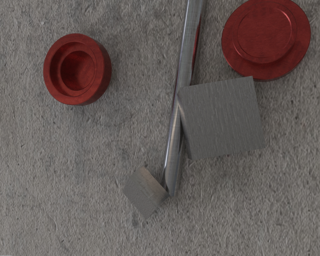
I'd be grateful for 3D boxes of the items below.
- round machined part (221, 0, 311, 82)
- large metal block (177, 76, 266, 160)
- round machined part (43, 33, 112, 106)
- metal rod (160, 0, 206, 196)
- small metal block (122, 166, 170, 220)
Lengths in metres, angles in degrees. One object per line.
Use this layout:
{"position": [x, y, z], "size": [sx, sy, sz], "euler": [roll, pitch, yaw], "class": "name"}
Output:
{"position": [0.120, -0.105, 0.357], "size": [0.098, 0.042, 0.097], "euler": [0, 90, 20], "class": "round machined part"}
{"position": [0.067, -0.010, 0.359], "size": [0.080, 0.050, 0.080], "euler": [-9, 87, -1], "class": "large metal block"}
{"position": [-0.112, -0.080, 0.439], "size": [0.098, 0.042, 0.097], "euler": [0, 90, 20], "class": "round machined part"}
{"position": [0.032, -0.062, 0.397], "size": [0.025, 0.025, 0.298], "euler": [9, 93, 19], "class": "metal rod"}
{"position": [-0.019, 0.085, 0.401], "size": [0.050, 0.025, 0.050], "euler": [46, 146, 14], "class": "small metal block"}
